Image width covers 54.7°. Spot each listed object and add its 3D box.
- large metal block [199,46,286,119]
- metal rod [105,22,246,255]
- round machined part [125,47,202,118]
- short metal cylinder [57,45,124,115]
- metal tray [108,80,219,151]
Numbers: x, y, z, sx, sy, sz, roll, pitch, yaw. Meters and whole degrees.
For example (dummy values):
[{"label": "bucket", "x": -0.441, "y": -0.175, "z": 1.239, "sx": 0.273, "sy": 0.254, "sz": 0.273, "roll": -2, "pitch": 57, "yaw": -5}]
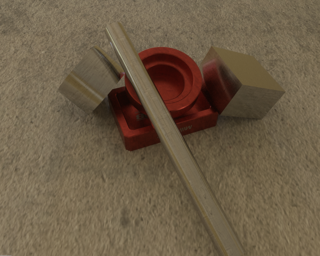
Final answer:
[{"label": "large metal block", "x": 0.105, "y": -0.060, "z": 0.418, "sx": 0.081, "sy": 0.050, "sz": 0.080, "roll": 3, "pitch": 45, "yaw": -33}, {"label": "metal rod", "x": 0.006, "y": 0.000, "z": 0.348, "sx": 0.025, "sy": 0.025, "sz": 0.299, "roll": -22, "pitch": 70, "yaw": -17}, {"label": "round machined part", "x": 0.003, "y": -0.055, "z": 0.409, "sx": 0.099, "sy": 0.042, "sz": 0.098, "roll": 2, "pitch": 65, "yaw": -4}, {"label": "short metal cylinder", "x": -0.090, "y": -0.064, "z": 0.413, "sx": 0.050, "sy": 0.080, "sz": 0.080, "roll": 40, "pitch": 53, "yaw": -14}, {"label": "metal tray", "x": 0.003, "y": -0.027, "z": 0.424, "sx": 0.131, "sy": 0.030, "sz": 0.090, "roll": -16, "pitch": 52, "yaw": -14}]
